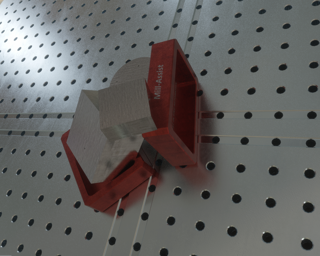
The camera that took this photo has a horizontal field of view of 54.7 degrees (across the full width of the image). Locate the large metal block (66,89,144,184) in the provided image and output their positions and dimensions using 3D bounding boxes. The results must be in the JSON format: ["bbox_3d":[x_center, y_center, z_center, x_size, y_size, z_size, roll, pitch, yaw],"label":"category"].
[{"bbox_3d":[-0.068,0.009,0.381,0.080,0.050,0.079,46,124,38],"label":"large metal block"}]

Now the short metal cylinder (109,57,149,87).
[{"bbox_3d":[-0.023,-0.052,0.435,0.080,0.050,0.080,-13,56,20],"label":"short metal cylinder"}]

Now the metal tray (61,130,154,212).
[{"bbox_3d":[-0.076,0.034,0.420,0.090,0.030,0.130,-37,51,3],"label":"metal tray"}]

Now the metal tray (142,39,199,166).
[{"bbox_3d":[0.017,-0.030,0.374,0.030,0.090,0.130,-9,58,23],"label":"metal tray"}]

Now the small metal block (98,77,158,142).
[{"bbox_3d":[-0.033,-0.019,0.315,0.050,0.025,0.050,-15,55,6],"label":"small metal block"}]
